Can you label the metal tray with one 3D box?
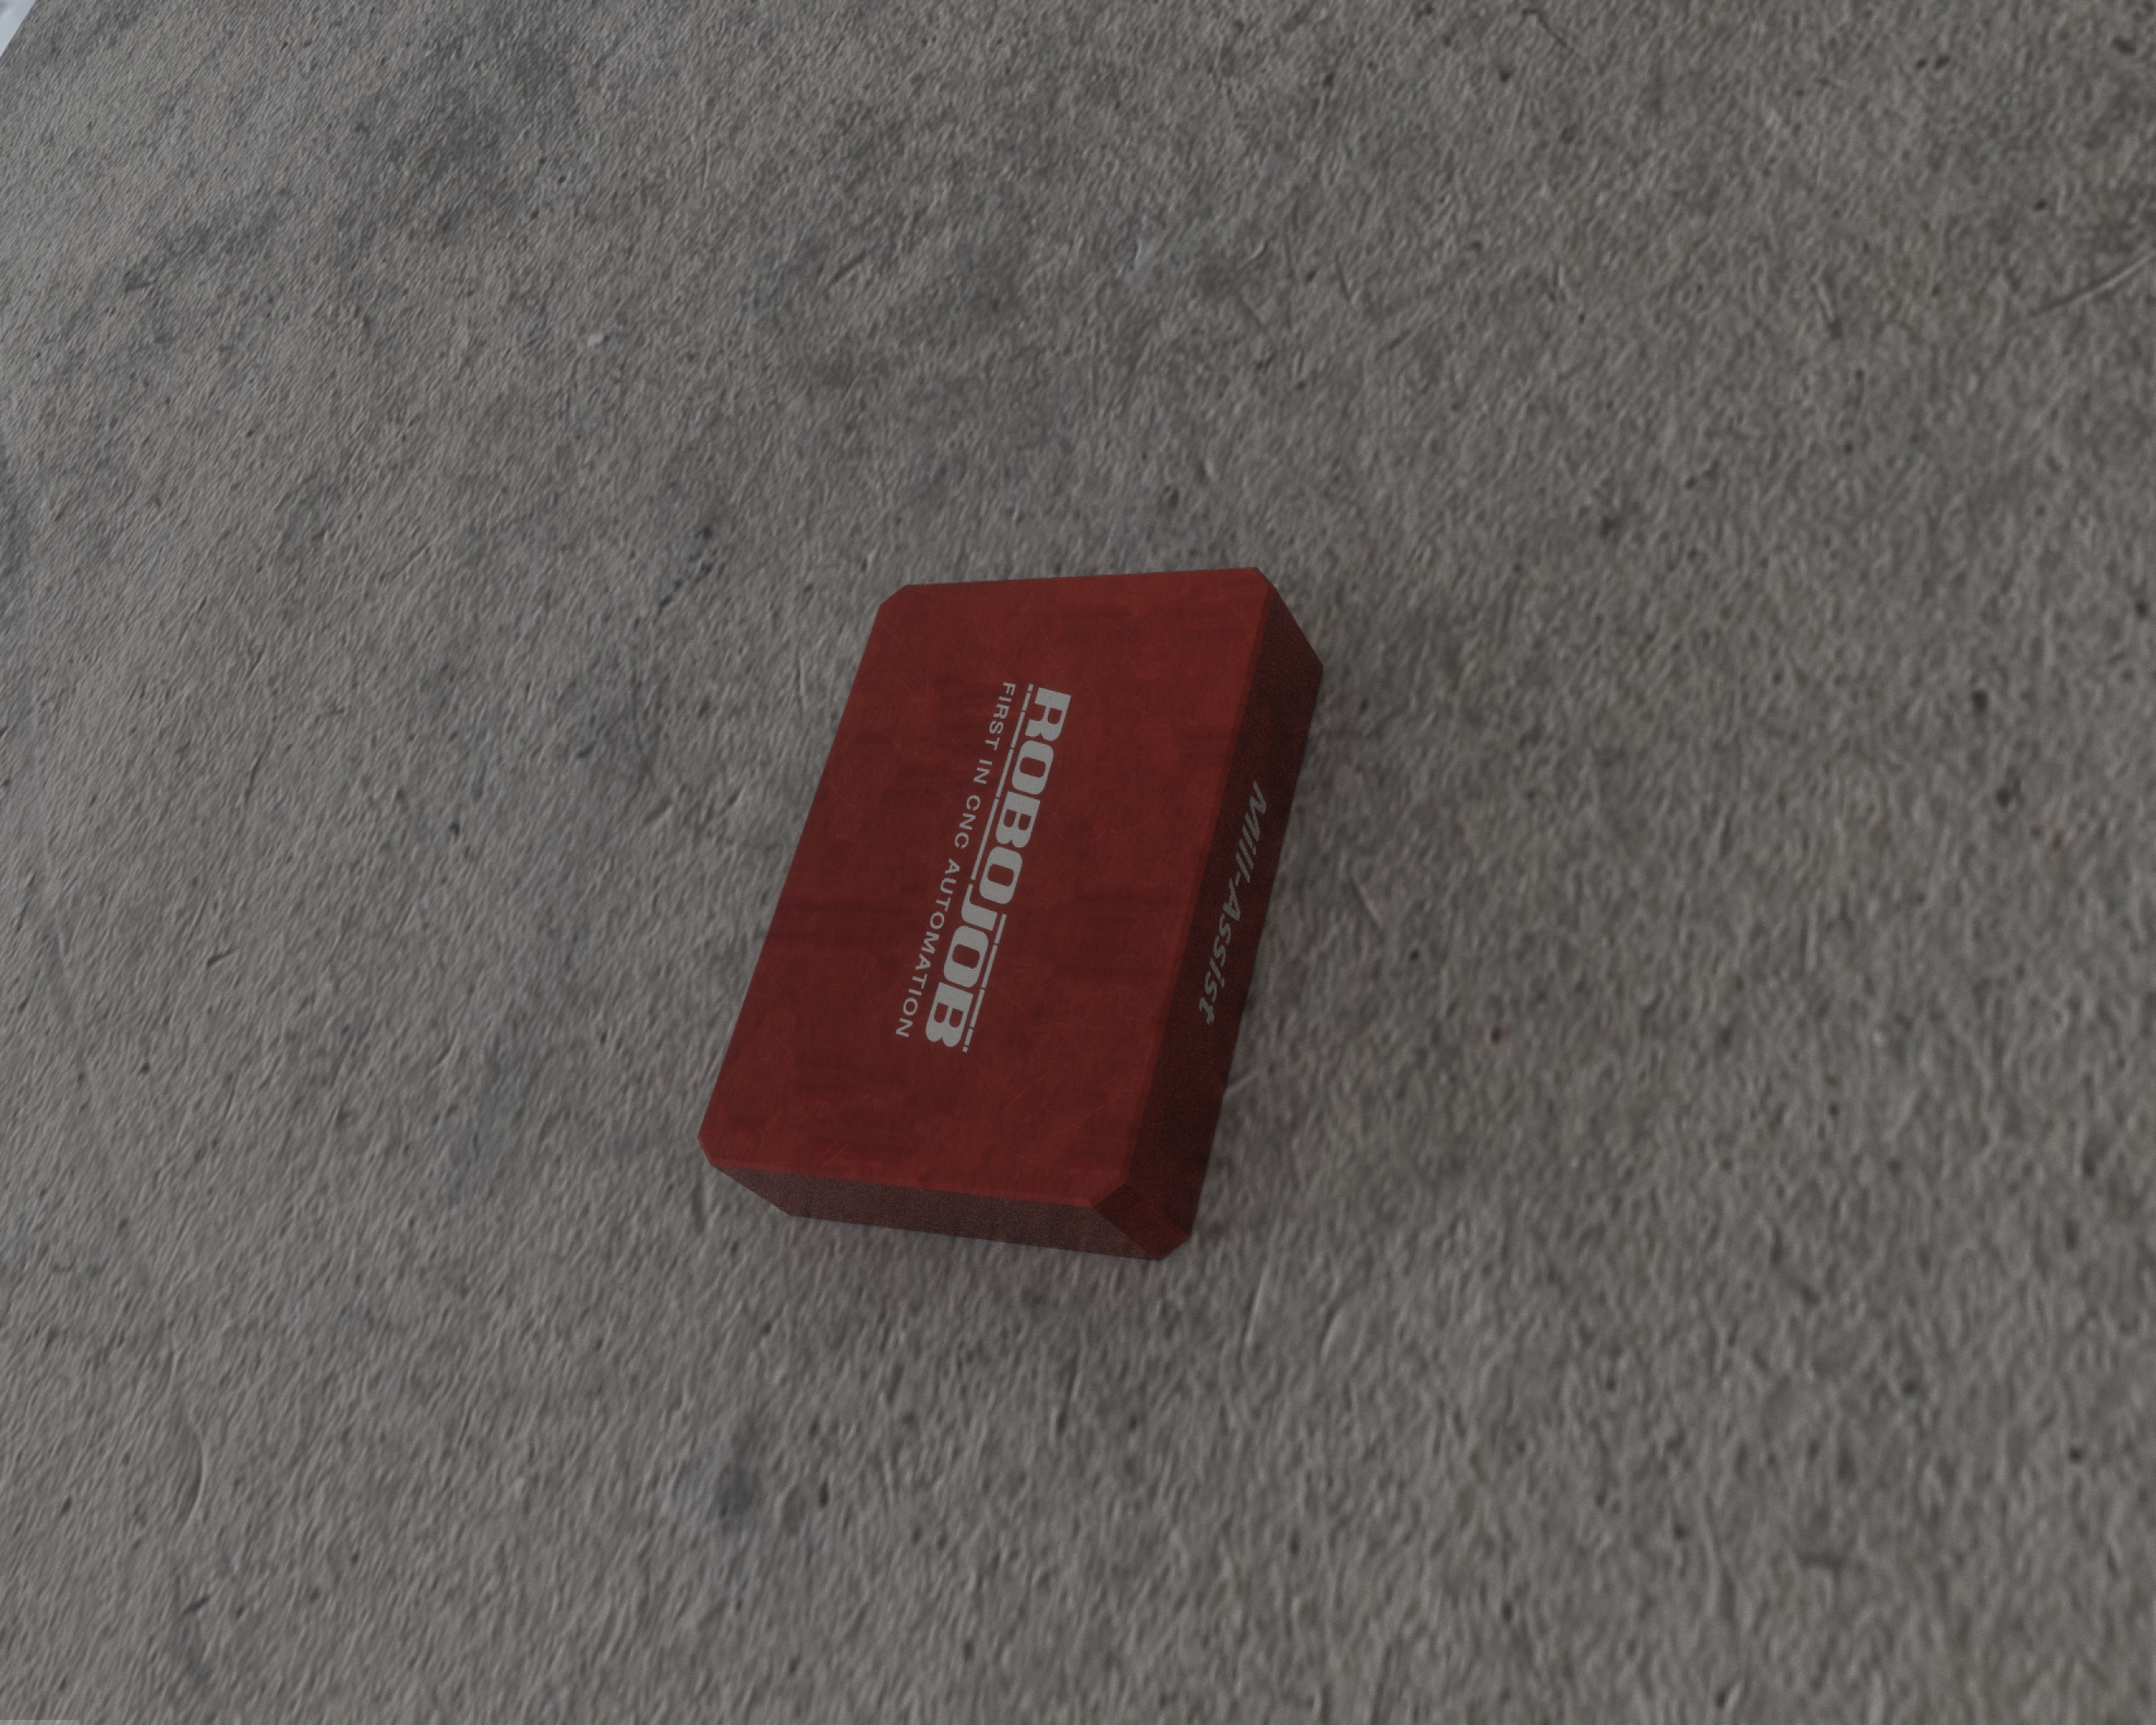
[{"bbox_3d":[-0.011,0.006,0.404,0.090,0.030,0.130,1,62,29],"label":"metal tray"}]
